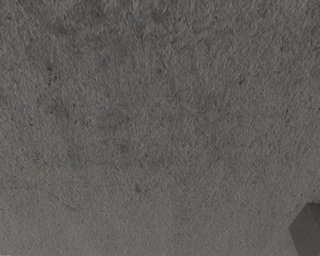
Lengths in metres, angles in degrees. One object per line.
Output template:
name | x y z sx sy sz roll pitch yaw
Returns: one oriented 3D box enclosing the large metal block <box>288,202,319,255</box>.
large metal block | 0.274 0.187 0.533 0.050 0.080 0.079 6 130 -5
